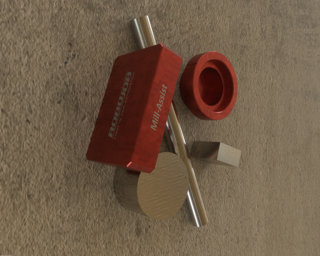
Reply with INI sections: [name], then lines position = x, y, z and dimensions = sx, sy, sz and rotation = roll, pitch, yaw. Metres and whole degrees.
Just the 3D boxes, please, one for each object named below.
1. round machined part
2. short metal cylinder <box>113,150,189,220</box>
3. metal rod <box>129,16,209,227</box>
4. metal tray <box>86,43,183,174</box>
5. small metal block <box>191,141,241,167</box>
[round machined part]
position = 0.067, -0.060, 0.453
dimensions = 0.099, 0.042, 0.097
rotation = 0, 90, -40
[short metal cylinder]
position = -0.010, 0.068, 0.383
dimensions = 0.081, 0.050, 0.079
rotation = 0, 90, -40
[metal rod]
position = 0.017, 0.001, 0.423
dimensions = 0.025, 0.025, 0.298
rotation = -28, 108, -37
[metal tray]
position = -0.030, -0.021, 0.340
dimensions = 0.030, 0.090, 0.130
rotation = 24, 75, -38
[small metal block]
position = 0.083, 0.038, 0.458
dimensions = 0.050, 0.050, 0.025
rotation = 21, 77, -38
